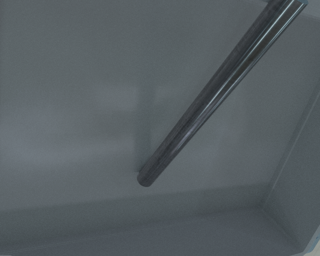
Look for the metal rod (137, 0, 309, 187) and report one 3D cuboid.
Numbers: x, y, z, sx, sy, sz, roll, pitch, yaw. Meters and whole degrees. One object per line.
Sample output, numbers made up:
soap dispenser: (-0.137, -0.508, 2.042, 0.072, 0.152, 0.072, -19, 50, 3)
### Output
metal rod: (0.042, -0.015, 0.342, 0.025, 0.025, 0.298, 3, 142, -30)
